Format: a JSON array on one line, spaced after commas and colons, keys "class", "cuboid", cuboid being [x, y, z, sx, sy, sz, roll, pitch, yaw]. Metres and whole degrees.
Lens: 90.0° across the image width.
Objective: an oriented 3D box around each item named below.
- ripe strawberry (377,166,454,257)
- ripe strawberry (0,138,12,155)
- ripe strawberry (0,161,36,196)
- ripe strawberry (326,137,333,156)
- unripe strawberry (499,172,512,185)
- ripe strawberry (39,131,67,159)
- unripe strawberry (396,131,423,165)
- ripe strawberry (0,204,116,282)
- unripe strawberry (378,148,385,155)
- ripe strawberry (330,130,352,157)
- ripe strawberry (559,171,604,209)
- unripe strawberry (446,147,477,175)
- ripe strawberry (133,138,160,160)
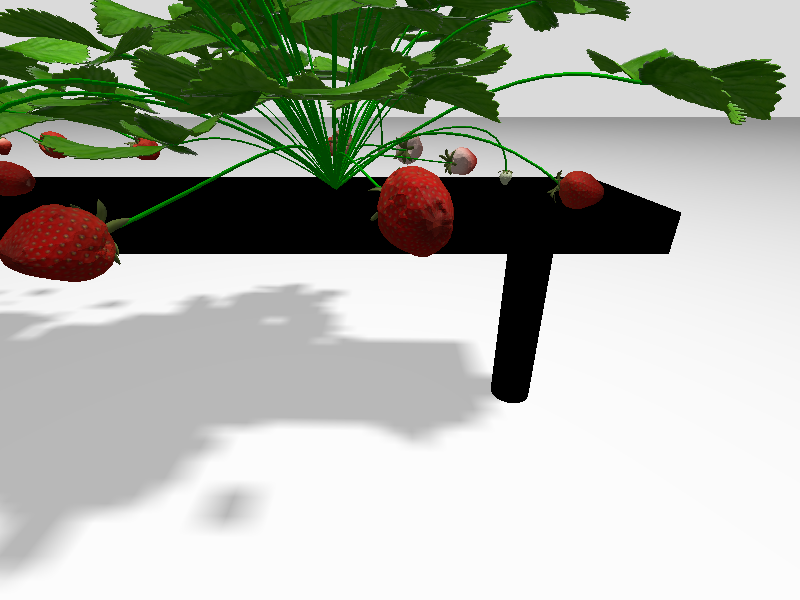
[{"class": "ripe strawberry", "cuboid": [0.008, -0.038, 0.181, 0.036, 0.041, 0.039, -9, 28, -18]}, {"class": "ripe strawberry", "cuboid": [-0.533, -0.205, 0.536, 0.021, 0.021, 0.018, -3, 26, -6]}, {"class": "ripe strawberry", "cuboid": [-0.297, -0.093, 0.306, 0.030, 0.026, 0.030, 12, 27, 4]}, {"class": "ripe strawberry", "cuboid": [-0.094, -0.214, 0.560, 0.024, 0.025, 0.026, -4, 26, -8]}, {"class": "unripe strawberry", "cuboid": [0.088, -0.102, 0.334, 0.010, 0.011, 0.011, 1, 26, 2]}, {"class": "ripe strawberry", "cuboid": [-0.464, -0.209, 0.542, 0.032, 0.034, 0.035, 5, 16, 9]}, {"class": "unripe strawberry", "cuboid": [0.012, -0.181, 0.475, 0.032, 0.037, 0.035, 11, 27, 21]}, {"class": "ripe strawberry", "cuboid": [-0.132, -0.020, 0.153, 0.035, 0.031, 0.032, 9, 28, 18]}, {"class": "unripe strawberry", "cuboid": [-0.023, -0.194, 0.519, 0.011, 0.011, 0.010, 4, 26, 8]}, {"class": "ripe strawberry", "cuboid": [-0.074, -0.199, 0.515, 0.031, 0.035, 0.034, -2, 9, -5]}, {"class": "ripe strawberry", "cuboid": [0.122, -0.074, 0.269, 0.029, 0.024, 0.029, 19, 31, 17]}, {"class": "unripe strawberry", "cuboid": [0.063, -0.139, 0.399, 0.031, 0.026, 0.031, -14, 29, -27]}, {"class": "ripe strawberry", "cuboid": [-0.315, -0.188, 0.499, 0.027, 0.030, 0.029, 25, -8, 41]}]
